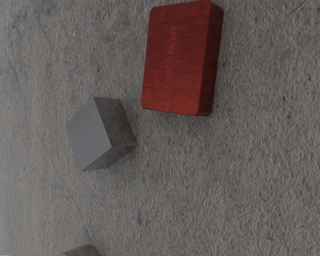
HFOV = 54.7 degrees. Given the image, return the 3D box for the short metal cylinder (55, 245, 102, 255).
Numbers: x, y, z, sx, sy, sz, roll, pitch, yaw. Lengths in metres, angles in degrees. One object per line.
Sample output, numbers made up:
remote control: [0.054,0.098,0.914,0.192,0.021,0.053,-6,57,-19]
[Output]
short metal cylinder: [-0.131,0.235,0.497,0.080,0.050,0.080,0,90,40]

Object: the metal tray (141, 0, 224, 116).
metal tray: [0.025,-0.083,0.382,0.090,0.030,0.129,10,97,39]

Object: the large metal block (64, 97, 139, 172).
large metal block: [-0.089,0.010,0.462,0.080,0.050,0.080,-36,68,34]
